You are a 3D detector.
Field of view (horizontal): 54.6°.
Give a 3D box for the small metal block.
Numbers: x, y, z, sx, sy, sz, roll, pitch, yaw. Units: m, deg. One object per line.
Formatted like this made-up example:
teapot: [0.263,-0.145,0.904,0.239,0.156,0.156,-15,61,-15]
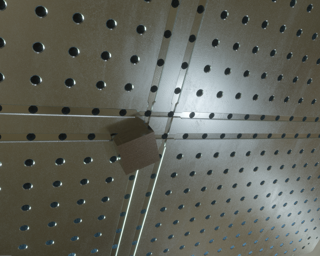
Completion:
small metal block: [-0.031,0.027,0.410,0.050,0.025,0.050,-22,127,-15]
